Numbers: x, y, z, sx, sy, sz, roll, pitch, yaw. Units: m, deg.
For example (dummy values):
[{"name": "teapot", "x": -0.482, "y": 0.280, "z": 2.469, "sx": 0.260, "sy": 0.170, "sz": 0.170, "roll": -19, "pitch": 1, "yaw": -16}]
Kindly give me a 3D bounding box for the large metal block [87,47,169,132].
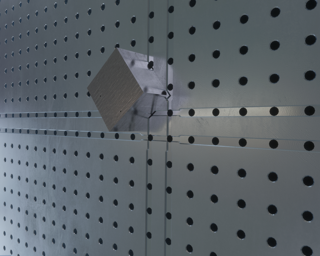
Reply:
[{"name": "large metal block", "x": -0.047, "y": -0.051, "z": 0.433, "sx": 0.080, "sy": 0.050, "sz": 0.080, "roll": -45, "pitch": 63, "yaw": 31}]
